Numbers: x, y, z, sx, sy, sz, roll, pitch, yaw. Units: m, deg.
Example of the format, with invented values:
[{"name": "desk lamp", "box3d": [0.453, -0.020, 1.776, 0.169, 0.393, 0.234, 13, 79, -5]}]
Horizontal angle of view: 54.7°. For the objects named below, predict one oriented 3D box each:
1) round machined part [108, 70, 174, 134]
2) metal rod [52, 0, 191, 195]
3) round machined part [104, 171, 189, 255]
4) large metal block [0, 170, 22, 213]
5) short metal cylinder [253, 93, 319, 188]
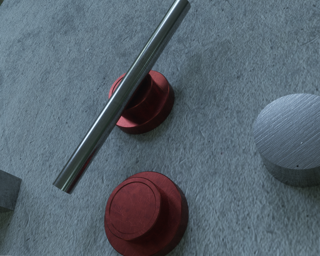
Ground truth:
[{"name": "round machined part", "box3d": [-0.033, -0.043, 0.437, 0.098, 0.042, 0.098, -13, 56, 21]}, {"name": "metal rod", "box3d": [-0.042, -0.052, 0.403, 0.025, 0.025, 0.300, 20, 72, 35]}, {"name": "round machined part", "box3d": [-0.021, 0.094, 0.347, 0.098, 0.042, 0.098, -13, 56, 21]}, {"name": "large metal block", "box3d": [-0.269, 0.091, 0.454, 0.080, 0.080, 0.050, -14, 56, 20]}, {"name": "short metal cylinder", "box3d": [0.139, 0.013, 0.307, 0.080, 0.050, 0.080, -13, 56, 21]}]
